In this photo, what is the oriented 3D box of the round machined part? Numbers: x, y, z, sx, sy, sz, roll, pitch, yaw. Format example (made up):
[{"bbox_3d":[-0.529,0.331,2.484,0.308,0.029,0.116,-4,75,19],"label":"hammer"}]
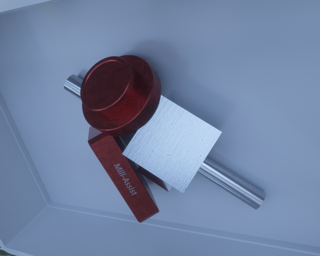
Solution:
[{"bbox_3d":[-0.052,-0.043,0.356,0.098,0.098,0.042,-2,158,28],"label":"round machined part"}]

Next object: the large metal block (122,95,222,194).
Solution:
[{"bbox_3d":[0.015,0.020,0.368,0.080,0.050,0.080,32,86,7],"label":"large metal block"}]

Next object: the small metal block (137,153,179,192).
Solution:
[{"bbox_3d":[0.005,0.049,0.417,0.050,0.050,0.025,33,129,6],"label":"small metal block"}]

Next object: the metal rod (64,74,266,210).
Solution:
[{"bbox_3d":[0.002,0.015,0.414,0.301,0.025,0.025,32,128,7],"label":"metal rod"}]

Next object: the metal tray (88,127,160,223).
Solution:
[{"bbox_3d":[-0.051,0.055,0.426,0.030,0.090,0.130,-30,106,-4],"label":"metal tray"}]
